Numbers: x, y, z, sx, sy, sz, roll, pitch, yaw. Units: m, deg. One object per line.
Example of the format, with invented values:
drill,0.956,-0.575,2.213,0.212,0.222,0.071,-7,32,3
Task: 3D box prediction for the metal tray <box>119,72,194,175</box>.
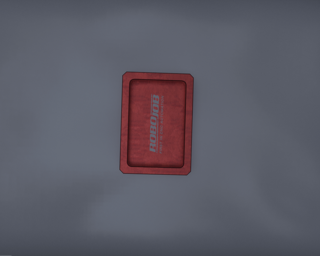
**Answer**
metal tray,-0.004,-0.006,0.406,0.091,0.030,0.129,2,90,-1
